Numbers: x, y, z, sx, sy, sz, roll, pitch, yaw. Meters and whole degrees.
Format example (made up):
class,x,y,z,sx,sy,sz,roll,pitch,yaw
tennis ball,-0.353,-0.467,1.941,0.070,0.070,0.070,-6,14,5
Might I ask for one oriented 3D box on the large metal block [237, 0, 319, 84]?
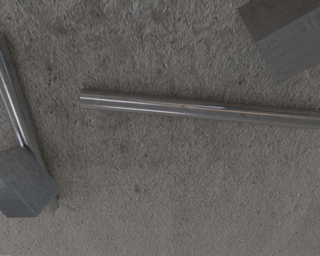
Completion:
class,x,y,z,sx,sy,sz,roll,pitch,yaw
large metal block,0.127,-0.099,0.289,0.080,0.080,0.050,-27,125,21

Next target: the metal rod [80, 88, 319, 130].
class,x,y,z,sx,sy,sz,roll,pitch,yaw
metal rod,0.055,-0.023,0.388,0.302,0.025,0.025,5,130,-5

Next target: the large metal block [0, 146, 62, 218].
class,x,y,z,sx,sy,sz,roll,pitch,yaw
large metal block,-0.199,0.077,0.427,0.080,0.050,0.080,-14,118,38

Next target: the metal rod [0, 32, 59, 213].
class,x,y,z,sx,sy,sz,roll,pitch,yaw
metal rod,-0.179,0.017,0.420,0.025,0.025,0.298,0,130,-1
